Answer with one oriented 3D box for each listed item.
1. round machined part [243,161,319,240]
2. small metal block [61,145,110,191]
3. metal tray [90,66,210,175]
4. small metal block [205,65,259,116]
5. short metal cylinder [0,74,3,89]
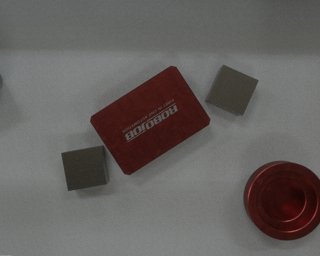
[{"bbox_3d":[0.158,0.091,0.405,0.099,0.042,0.097,0,90,-1],"label":"round machined part"},{"bbox_3d":[-0.098,0.052,0.410,0.050,0.025,0.050,-10,90,-1],"label":"small metal block"},{"bbox_3d":[-0.012,-0.010,0.409,0.130,0.030,0.090,-33,90,-1],"label":"metal tray"},{"bbox_3d":[0.095,-0.049,0.413,0.050,0.025,0.050,24,90,-1],"label":"small metal block"},{"bbox_3d":[-0.244,-0.070,0.381,0.050,0.080,0.080,-31,90,0],"label":"short metal cylinder"}]
